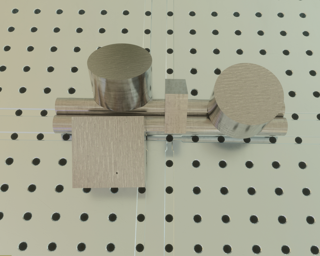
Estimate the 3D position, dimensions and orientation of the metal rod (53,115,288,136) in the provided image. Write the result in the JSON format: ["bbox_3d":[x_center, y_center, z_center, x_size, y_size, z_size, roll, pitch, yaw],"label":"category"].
[{"bbox_3d":[0.013,-0.004,0.410,0.302,0.025,0.025,1,70,0],"label":"metal rod"}]

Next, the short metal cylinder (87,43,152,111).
[{"bbox_3d":[-0.050,-0.067,0.404,0.081,0.050,0.080,1,46,0],"label":"short metal cylinder"}]

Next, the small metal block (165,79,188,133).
[{"bbox_3d":[0.018,-0.027,0.375,0.025,0.050,0.050,1,28,0],"label":"small metal block"}]

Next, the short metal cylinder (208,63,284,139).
[{"bbox_3d":[0.103,-0.032,0.381,0.081,0.050,0.080,0,70,0],"label":"short metal cylinder"}]

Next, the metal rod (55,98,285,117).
[{"bbox_3d":[0.013,-0.027,0.418,0.302,0.025,0.025,1,70,0],"label":"metal rod"}]

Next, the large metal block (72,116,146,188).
[{"bbox_3d":[-0.058,0.027,0.370,0.081,0.050,0.079,-1,90,-1],"label":"large metal block"}]
